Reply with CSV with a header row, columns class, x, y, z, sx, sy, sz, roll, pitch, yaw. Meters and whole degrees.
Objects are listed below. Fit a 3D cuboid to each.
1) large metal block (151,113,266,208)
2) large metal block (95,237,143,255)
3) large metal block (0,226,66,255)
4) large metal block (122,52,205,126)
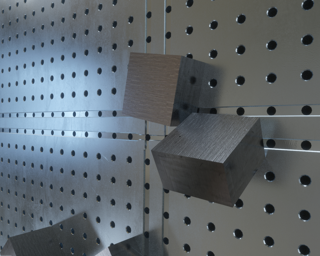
class,x,y,z,sx,sy,sz,roll,pitch,yaw
large metal block,0.052,0.027,0.320,0.080,0.080,0.050,7,124,39
large metal block,-0.061,0.215,0.441,0.080,0.050,0.080,-42,65,31
large metal block,-0.225,0.233,0.556,0.080,0.081,0.050,52,120,27
large metal block,0.003,-0.049,0.389,0.080,0.050,0.079,15,99,38
